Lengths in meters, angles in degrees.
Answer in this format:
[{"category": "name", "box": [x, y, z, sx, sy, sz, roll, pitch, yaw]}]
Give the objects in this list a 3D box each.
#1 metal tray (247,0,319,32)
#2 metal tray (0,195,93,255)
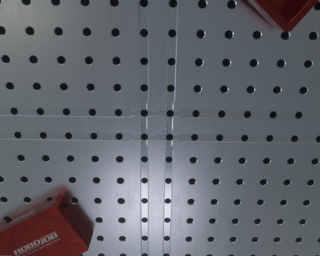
[{"category": "metal tray", "box": [0.123, -0.177, 0.327, 0.130, 0.030, 0.090, 31, 109, -28]}, {"category": "metal tray", "box": [-0.182, 0.168, 0.471, 0.130, 0.030, 0.090, -27, 108, 9]}]
